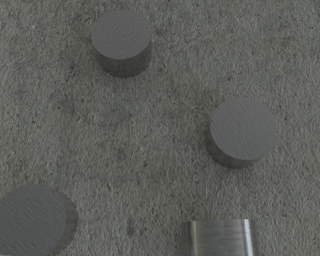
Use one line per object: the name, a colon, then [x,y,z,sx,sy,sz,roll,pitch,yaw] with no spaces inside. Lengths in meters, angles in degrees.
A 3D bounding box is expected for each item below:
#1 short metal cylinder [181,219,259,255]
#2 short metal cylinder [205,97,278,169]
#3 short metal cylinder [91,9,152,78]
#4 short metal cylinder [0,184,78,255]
short metal cylinder: [0.064,0.127,0.333,0.081,0.080,0.050,-2,70,-1]
short metal cylinder: [0.100,0.008,0.392,0.081,0.050,0.080,0,70,0]
short metal cylinder: [-0.052,-0.118,0.437,0.081,0.050,0.080,0,70,0]
short metal cylinder: [-0.140,0.108,0.354,0.081,0.050,0.080,0,70,0]
